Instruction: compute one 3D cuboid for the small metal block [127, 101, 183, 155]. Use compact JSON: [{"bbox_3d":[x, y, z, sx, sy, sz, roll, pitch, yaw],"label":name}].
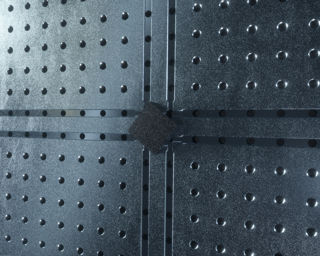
[{"bbox_3d":[-0.006,0.000,0.415,0.050,0.025,0.050,40,103,15],"label":"small metal block"}]
